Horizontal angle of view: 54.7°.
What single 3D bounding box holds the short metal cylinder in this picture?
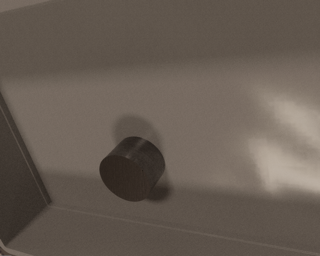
[{"bbox_3d":[-0.039,0.059,0.448,0.080,0.050,0.079,13,124,20],"label":"short metal cylinder"}]
